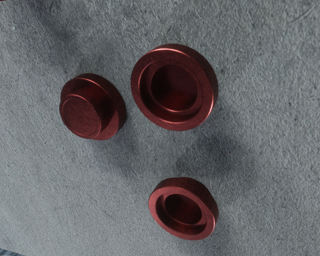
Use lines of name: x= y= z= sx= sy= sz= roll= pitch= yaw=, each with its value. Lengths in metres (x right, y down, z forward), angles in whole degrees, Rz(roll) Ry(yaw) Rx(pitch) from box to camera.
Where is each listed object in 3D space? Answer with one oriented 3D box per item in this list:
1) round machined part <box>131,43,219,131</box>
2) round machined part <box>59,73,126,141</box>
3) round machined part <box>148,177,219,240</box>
round machined part: x=0.019 y=-0.049 z=0.355 sx=0.098 sy=0.042 sz=0.097 roll=13 pitch=124 yaw=21
round machined part: x=-0.100 y=-0.024 z=0.434 sx=0.098 sy=0.042 sz=0.097 roll=13 pitch=124 yaw=21
round machined part: x=0.036 y=0.110 z=0.445 sx=0.098 sy=0.042 sz=0.097 roll=13 pitch=124 yaw=21
